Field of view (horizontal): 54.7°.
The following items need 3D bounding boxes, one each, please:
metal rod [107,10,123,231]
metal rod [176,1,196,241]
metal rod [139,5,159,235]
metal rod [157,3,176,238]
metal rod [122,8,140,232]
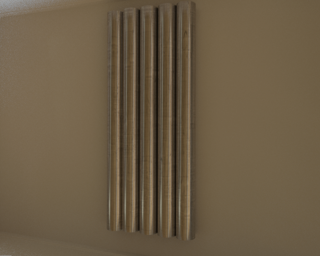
[{"bbox_3d":[-0.061,-0.010,0.431,0.025,0.025,0.298,0,90,20],"label":"metal rod"},{"bbox_3d":[0.033,-0.009,0.397,0.025,0.025,0.298,0,90,20],"label":"metal rod"},{"bbox_3d":[-0.015,-0.010,0.414,0.025,0.025,0.298,0,90,20],"label":"metal rod"},{"bbox_3d":[0.010,-0.010,0.406,0.025,0.025,0.298,0,90,20],"label":"metal rod"},{"bbox_3d":[-0.039,-0.011,0.423,0.025,0.025,0.298,0,90,20],"label":"metal rod"}]
